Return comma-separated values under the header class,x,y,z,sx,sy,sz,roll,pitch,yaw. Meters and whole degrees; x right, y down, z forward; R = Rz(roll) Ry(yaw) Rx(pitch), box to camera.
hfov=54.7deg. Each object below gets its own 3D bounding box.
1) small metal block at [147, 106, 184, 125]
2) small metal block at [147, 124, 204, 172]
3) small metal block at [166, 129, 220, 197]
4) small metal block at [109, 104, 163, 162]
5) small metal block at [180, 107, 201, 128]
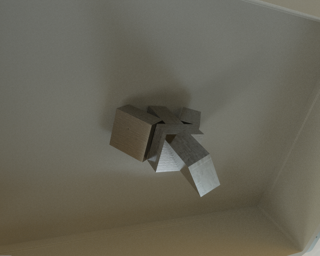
class,x,y,z,sx,sy,sz,roll,pitch,yaw
small metal block,0.001,0.005,0.393,0.025,0.050,0.050,1,118,-29
small metal block,0.018,0.023,0.364,0.050,0.025,0.050,1,118,-29
small metal block,0.036,0.037,0.335,0.025,0.050,0.050,-31,128,-8
small metal block,-0.030,0.006,0.374,0.025,0.050,0.050,-27,138,-56
small metal block,0.034,0.006,0.410,0.025,0.050,0.050,16,115,2
